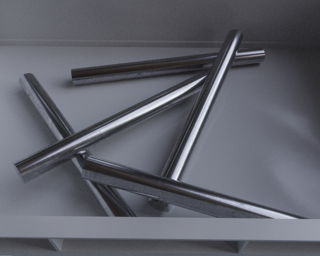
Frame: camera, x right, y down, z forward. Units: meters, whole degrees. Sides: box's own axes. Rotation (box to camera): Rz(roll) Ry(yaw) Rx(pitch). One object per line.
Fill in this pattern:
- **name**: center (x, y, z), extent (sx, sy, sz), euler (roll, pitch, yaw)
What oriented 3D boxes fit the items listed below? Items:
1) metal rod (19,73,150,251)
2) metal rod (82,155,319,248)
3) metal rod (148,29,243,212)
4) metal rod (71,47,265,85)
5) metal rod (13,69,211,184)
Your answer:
- **metal rod**: center (-0.109, 0.021, 0.386), extent (0.025, 0.025, 0.300), euler (-29, 56, -22)
- **metal rod**: center (0.069, 0.081, 0.313), extent (0.301, 0.025, 0.025), euler (16, 52, 3)
- **metal rod**: center (0.058, -0.030, 0.410), extent (0.025, 0.025, 0.300), euler (19, 58, 15)
- **metal rod**: center (0.017, -0.098, 0.486), extent (0.302, 0.025, 0.025), euler (-8, 51, -7)
- **metal rod**: center (-0.032, -0.016, 0.396), extent (0.302, 0.025, 0.025), euler (-29, 56, -30)
